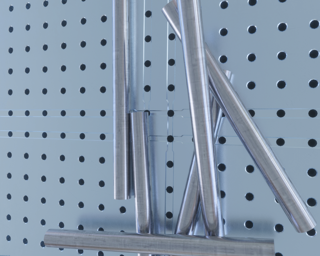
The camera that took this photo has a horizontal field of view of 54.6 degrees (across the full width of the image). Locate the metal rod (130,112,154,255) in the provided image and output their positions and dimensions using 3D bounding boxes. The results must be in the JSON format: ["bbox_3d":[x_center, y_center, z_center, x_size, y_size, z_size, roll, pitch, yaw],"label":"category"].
[{"bbox_3d":[-0.021,0.128,0.420,0.025,0.025,0.298,-3,89,20],"label":"metal rod"}]

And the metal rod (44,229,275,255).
[{"bbox_3d":[-0.015,0.145,0.390,0.301,0.025,0.025,-4,89,20],"label":"metal rod"}]

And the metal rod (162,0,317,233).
[{"bbox_3d":[0.090,-0.016,0.359,0.025,0.025,0.299,-32,88,17],"label":"metal rod"}]

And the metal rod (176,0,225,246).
[{"bbox_3d":[0.049,-0.003,0.356,0.025,0.025,0.298,-3,104,20],"label":"metal rod"}]

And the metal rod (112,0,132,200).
[{"bbox_3d":[-0.053,-0.052,0.431,0.025,0.025,0.298,0,90,20],"label":"metal rod"}]

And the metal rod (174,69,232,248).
[{"bbox_3d":[0.045,0.074,0.396,0.025,0.025,0.298,14,95,19],"label":"metal rod"}]
